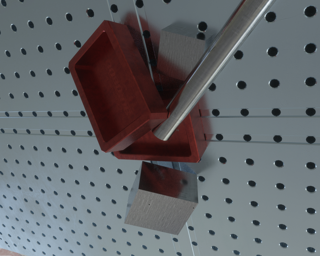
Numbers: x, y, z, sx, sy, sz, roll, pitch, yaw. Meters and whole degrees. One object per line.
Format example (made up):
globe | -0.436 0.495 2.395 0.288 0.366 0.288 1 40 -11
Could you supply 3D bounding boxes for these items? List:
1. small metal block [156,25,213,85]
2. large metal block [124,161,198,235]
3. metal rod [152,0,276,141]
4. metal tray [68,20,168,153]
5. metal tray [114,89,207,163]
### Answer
small metal block | 0.026 -0.082 0.346 0.050 0.025 0.050 19 126 16
large metal block | 0.001 0.101 0.438 0.081 0.050 0.079 15 128 -9
metal rod | 0.076 -0.097 0.287 0.025 0.025 0.298 38 122 2
metal tray | -0.054 -0.047 0.366 0.090 0.030 0.130 -36 72 35
metal tray | -0.011 -0.001 0.411 0.130 0.030 0.089 -1 118 28
